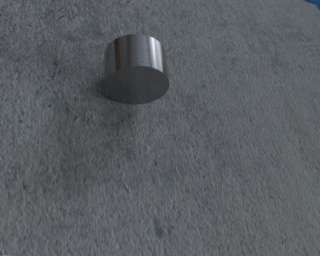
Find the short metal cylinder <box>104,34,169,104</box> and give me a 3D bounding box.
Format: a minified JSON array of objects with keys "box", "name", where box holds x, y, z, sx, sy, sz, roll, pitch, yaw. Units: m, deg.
[{"box":[-0.031,-0.073,0.398,0.081,0.080,0.050,8,58,-24],"name":"short metal cylinder"}]
